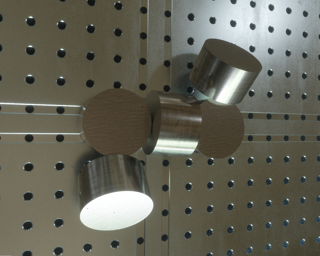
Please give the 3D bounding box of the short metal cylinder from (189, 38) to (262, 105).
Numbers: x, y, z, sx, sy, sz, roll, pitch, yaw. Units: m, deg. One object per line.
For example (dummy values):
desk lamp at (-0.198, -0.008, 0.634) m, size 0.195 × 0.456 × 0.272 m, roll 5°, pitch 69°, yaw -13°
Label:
short metal cylinder at (0.085, -0.075, 0.409) m, size 0.081 × 0.080 × 0.050 m, roll 9°, pitch 129°, yaw -20°

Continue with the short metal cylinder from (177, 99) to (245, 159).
short metal cylinder at (0.067, 0.000, 0.425) m, size 0.081 × 0.050 × 0.079 m, roll 0°, pitch 90°, yaw -21°

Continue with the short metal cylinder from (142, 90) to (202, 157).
short metal cylinder at (0.011, -0.005, 0.388) m, size 0.050 × 0.080 × 0.080 m, roll 5°, pitch 88°, yaw -20°

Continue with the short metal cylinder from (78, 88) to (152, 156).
short metal cylinder at (-0.056, -0.006, 0.378) m, size 0.081 × 0.050 × 0.079 m, roll 0°, pitch 90°, yaw -21°

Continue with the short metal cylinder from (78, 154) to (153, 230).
short metal cylinder at (-0.052, 0.076, 0.359) m, size 0.081 × 0.050 × 0.080 m, roll -10°, pitch 137°, yaw -9°
